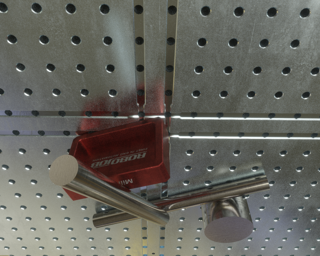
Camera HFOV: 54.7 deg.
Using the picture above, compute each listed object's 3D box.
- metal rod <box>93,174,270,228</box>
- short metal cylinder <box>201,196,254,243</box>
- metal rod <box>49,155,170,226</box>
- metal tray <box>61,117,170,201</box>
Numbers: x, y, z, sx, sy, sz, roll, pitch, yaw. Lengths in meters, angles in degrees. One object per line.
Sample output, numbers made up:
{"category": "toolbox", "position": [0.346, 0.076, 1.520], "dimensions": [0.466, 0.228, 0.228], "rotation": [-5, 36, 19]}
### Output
{"category": "metal rod", "position": [0.028, 0.125, 0.518], "dimensions": [0.301, 0.025, 0.025], "rotation": [-16, 129, 12]}
{"category": "short metal cylinder", "position": [0.113, 0.152, 0.526], "dimensions": [0.081, 0.050, 0.079], "rotation": [0, 130, 0]}
{"category": "metal rod", "position": [-0.036, 0.090, 0.373], "dimensions": [0.025, 0.025, 0.300], "rotation": [-13, 154, 11]}
{"category": "metal tray", "position": [-0.055, 0.038, 0.400], "dimensions": [0.131, 0.090, 0.030], "rotation": [-13, 129, 10]}
